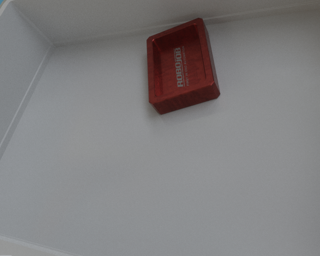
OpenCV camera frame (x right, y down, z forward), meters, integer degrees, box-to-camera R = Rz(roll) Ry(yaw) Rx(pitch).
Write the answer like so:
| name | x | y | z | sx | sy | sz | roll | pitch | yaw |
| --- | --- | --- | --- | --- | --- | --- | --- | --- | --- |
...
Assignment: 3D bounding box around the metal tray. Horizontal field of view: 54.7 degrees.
| name | x | y | z | sx | sy | sz | roll | pitch | yaw |
| --- | --- | --- | --- | --- | --- | --- | --- | --- | --- |
| metal tray | 0.029 | -0.090 | 0.440 | 0.090 | 0.030 | 0.130 | -16 | 55 | 18 |
